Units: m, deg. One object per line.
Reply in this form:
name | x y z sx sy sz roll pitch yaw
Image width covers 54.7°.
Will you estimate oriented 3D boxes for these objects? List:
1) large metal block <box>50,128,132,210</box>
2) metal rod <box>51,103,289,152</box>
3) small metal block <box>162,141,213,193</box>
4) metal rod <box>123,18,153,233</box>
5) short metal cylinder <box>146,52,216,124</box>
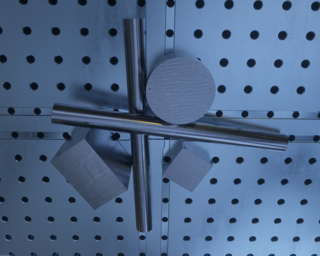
large metal block | -0.082 0.042 0.397 0.050 0.080 0.080 -33 107 11
metal rod | 0.022 0.001 0.394 0.302 0.025 0.025 7 110 -11
small metal block | 0.038 0.054 0.435 0.050 0.025 0.050 32 107 -12
metal rod | -0.027 0.010 0.417 0.025 0.025 0.298 -2 110 0
short metal cylinder | 0.024 -0.050 0.382 0.081 0.050 0.079 0 110 -1
